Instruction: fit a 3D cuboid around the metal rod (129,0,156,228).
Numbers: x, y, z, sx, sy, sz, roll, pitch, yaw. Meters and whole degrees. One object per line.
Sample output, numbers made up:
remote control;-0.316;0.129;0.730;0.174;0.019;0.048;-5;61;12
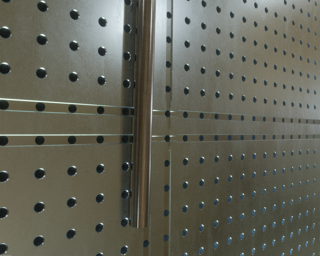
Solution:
metal rod;-0.021;-0.028;0.389;0.025;0.025;0.298;3;88;-40
